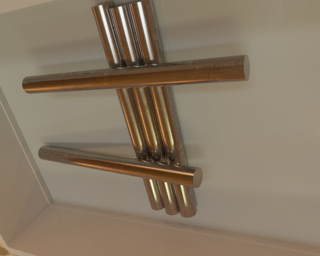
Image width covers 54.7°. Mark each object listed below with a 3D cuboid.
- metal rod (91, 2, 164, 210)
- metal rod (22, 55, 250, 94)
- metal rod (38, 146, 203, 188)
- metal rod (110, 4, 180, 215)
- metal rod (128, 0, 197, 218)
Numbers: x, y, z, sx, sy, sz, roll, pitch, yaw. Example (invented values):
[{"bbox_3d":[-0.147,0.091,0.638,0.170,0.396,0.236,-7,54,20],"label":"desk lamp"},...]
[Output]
[{"bbox_3d":[-0.034,-0.011,0.419,0.025,0.025,0.298,0,119,28],"label":"metal rod"},{"bbox_3d":[-0.050,-0.059,0.365,0.300,0.025,0.025,1,119,28],"label":"metal rod"},{"bbox_3d":[-0.078,0.051,0.457,0.300,0.025,0.025,4,121,34],"label":"metal rod"},{"bbox_3d":[-0.011,-0.006,0.410,0.025,0.025,0.298,1,119,28],"label":"metal rod"},{"bbox_3d":[0.010,-0.006,0.397,0.025,0.025,0.298,1,119,28],"label":"metal rod"}]
